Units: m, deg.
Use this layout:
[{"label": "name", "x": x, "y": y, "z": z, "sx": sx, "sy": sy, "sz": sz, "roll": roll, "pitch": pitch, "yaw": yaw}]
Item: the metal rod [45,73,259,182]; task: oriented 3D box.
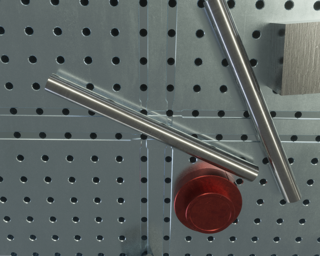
[{"label": "metal rod", "x": -0.004, "y": 0.003, "z": 0.414, "sx": 0.301, "sy": 0.025, "sz": 0.025, "roll": 24, "pitch": 108, "yaw": -9}]

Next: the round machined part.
[{"label": "round machined part", "x": 0.070, "y": 0.112, "z": 0.446, "sx": 0.099, "sy": 0.042, "sz": 0.097, "roll": 0, "pitch": 110, "yaw": 0}]

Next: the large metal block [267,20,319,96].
[{"label": "large metal block", "x": 0.178, "y": -0.086, "z": 0.370, "sx": 0.080, "sy": 0.050, "sz": 0.079, "roll": -4, "pitch": 110, "yaw": 1}]

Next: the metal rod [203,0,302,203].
[{"label": "metal rod", "x": 0.127, "y": -0.025, "z": 0.405, "sx": 0.025, "sy": 0.025, "sz": 0.299, "roll": -25, "pitch": 108, "yaw": 9}]

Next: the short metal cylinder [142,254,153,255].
[{"label": "short metal cylinder", "x": -0.029, "y": 0.241, "z": 0.473, "sx": 0.050, "sy": 0.080, "sz": 0.080, "roll": -22, "pitch": 109, "yaw": 8}]
